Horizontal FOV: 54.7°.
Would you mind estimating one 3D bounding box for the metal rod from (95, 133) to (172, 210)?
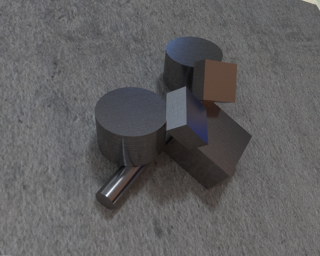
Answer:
[{"bbox_3d":[0.019,-0.010,0.423,0.025,0.025,0.301,42,51,0],"label":"metal rod"}]

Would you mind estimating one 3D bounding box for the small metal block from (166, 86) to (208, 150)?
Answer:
[{"bbox_3d":[0.031,-0.010,0.350,0.050,0.025,0.050,40,42,-45],"label":"small metal block"}]

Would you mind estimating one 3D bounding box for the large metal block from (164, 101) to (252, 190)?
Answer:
[{"bbox_3d":[0.063,0.020,0.411,0.080,0.050,0.080,41,51,0],"label":"large metal block"}]

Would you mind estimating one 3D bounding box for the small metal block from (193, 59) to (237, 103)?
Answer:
[{"bbox_3d":[0.071,-0.059,0.401,0.050,0.025,0.050,2,91,-28],"label":"small metal block"}]

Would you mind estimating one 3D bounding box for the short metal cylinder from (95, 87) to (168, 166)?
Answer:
[{"bbox_3d":[-0.032,-0.003,0.357,0.081,0.050,0.080,3,45,-3],"label":"short metal cylinder"}]

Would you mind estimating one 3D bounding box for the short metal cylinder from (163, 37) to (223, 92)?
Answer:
[{"bbox_3d":[0.047,-0.091,0.453,0.081,0.050,0.080,3,45,-3],"label":"short metal cylinder"}]
